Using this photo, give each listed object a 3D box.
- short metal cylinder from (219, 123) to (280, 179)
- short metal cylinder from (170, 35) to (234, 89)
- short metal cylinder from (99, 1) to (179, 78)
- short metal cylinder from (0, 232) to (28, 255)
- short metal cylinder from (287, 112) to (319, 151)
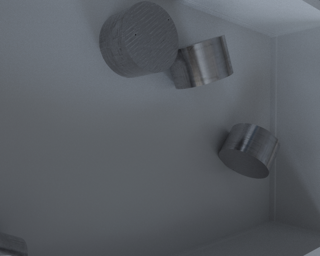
[{"bbox_3d":[0.141,0.037,0.488,0.080,0.080,0.050,47,62,-30],"label":"short metal cylinder"},{"bbox_3d":[0.053,-0.088,0.414,0.081,0.080,0.050,-28,108,-37],"label":"short metal cylinder"},{"bbox_3d":[-0.024,-0.103,0.369,0.081,0.050,0.080,0,90,-40],"label":"short metal cylinder"},{"bbox_3d":[-0.151,0.121,0.244,0.050,0.080,0.080,35,68,-35],"label":"short metal cylinder"},{"bbox_3d":[0.313,0.007,0.635,0.050,0.080,0.080,-1,91,-40],"label":"short metal cylinder"}]
